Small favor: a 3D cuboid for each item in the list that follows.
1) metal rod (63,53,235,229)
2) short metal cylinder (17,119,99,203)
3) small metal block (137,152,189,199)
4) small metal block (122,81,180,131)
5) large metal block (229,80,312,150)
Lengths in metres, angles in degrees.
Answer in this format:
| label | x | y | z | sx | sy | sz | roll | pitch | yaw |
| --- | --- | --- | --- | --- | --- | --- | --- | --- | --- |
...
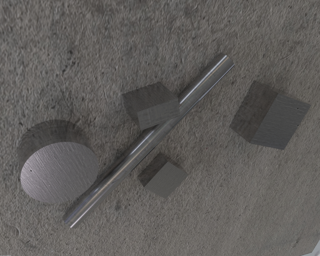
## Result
| label | x | y | z | sx | sy | sz | roll | pitch | yaw |
| --- | --- | --- | --- | --- | --- | --- | --- | --- | --- |
| metal rod | -0.017 | 0.019 | 0.409 | 0.300 | 0.025 | 0.025 | -46 | 129 | 4 |
| short metal cylinder | -0.116 | 0.037 | 0.351 | 0.081 | 0.050 | 0.079 | -14 | 124 | -21 |
| small metal block | 0.005 | 0.070 | 0.453 | 0.050 | 0.025 | 0.050 | -48 | 129 | 6 |
| small metal block | -0.011 | -0.028 | 0.368 | 0.050 | 0.050 | 0.025 | -21 | 127 | -16 |
| large metal block | 0.166 | -0.018 | 0.471 | 0.081 | 0.050 | 0.079 | 11 | 113 | -33 |
